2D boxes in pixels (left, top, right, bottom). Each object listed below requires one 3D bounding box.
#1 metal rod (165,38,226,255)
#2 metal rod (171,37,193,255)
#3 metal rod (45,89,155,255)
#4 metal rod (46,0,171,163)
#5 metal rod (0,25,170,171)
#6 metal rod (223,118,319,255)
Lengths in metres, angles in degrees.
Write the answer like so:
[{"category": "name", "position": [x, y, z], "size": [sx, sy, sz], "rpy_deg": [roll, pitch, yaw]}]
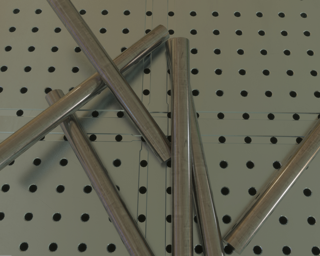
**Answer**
[{"category": "metal rod", "position": [0.042, 0.013, 0.407], "size": [0.025, 0.025, 0.299], "rpy_deg": [-8, 70, -3]}, {"category": "metal rod", "position": [0.026, 0.030, 0.381], "size": [0.025, 0.025, 0.299], "rpy_deg": [0, 77, 0]}, {"category": "metal rod", "position": [-0.068, 0.075, 0.384], "size": [0.025, 0.025, 0.299], "rpy_deg": [-30, 73, -10]}, {"category": "metal rod", "position": [-0.075, -0.085, 0.395], "size": [0.025, 0.025, 0.299], "rpy_deg": [-35, 92, -12]}, {"category": "metal rod", "position": [-0.097, -0.049, 0.407], "size": [0.025, 0.025, 0.301], "rpy_deg": [41, 67, 13]}, {"category": "metal rod", "position": [0.185, 0.035, 0.399], "size": [0.025, 0.025, 0.301], "rpy_deg": [41, 75, 13]}]
